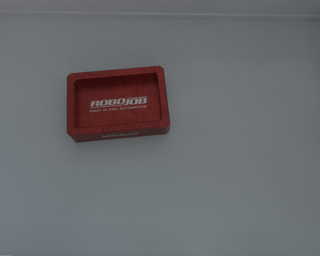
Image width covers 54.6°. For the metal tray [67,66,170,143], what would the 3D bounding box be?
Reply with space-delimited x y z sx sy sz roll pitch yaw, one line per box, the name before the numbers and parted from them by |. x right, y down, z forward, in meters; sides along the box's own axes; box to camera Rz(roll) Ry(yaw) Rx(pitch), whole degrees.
metal tray | -0.056 -0.033 0.418 0.131 0.030 0.090 -5 70 -2
